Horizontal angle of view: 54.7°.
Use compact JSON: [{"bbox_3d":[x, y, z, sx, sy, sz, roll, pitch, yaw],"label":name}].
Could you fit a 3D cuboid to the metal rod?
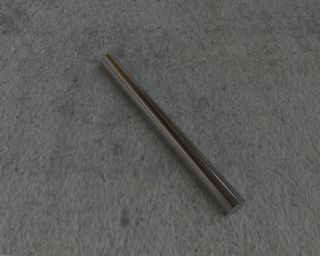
[{"bbox_3d":[0.000,-0.010,0.411,0.025,0.025,0.300,-27,55,-21],"label":"metal rod"}]
